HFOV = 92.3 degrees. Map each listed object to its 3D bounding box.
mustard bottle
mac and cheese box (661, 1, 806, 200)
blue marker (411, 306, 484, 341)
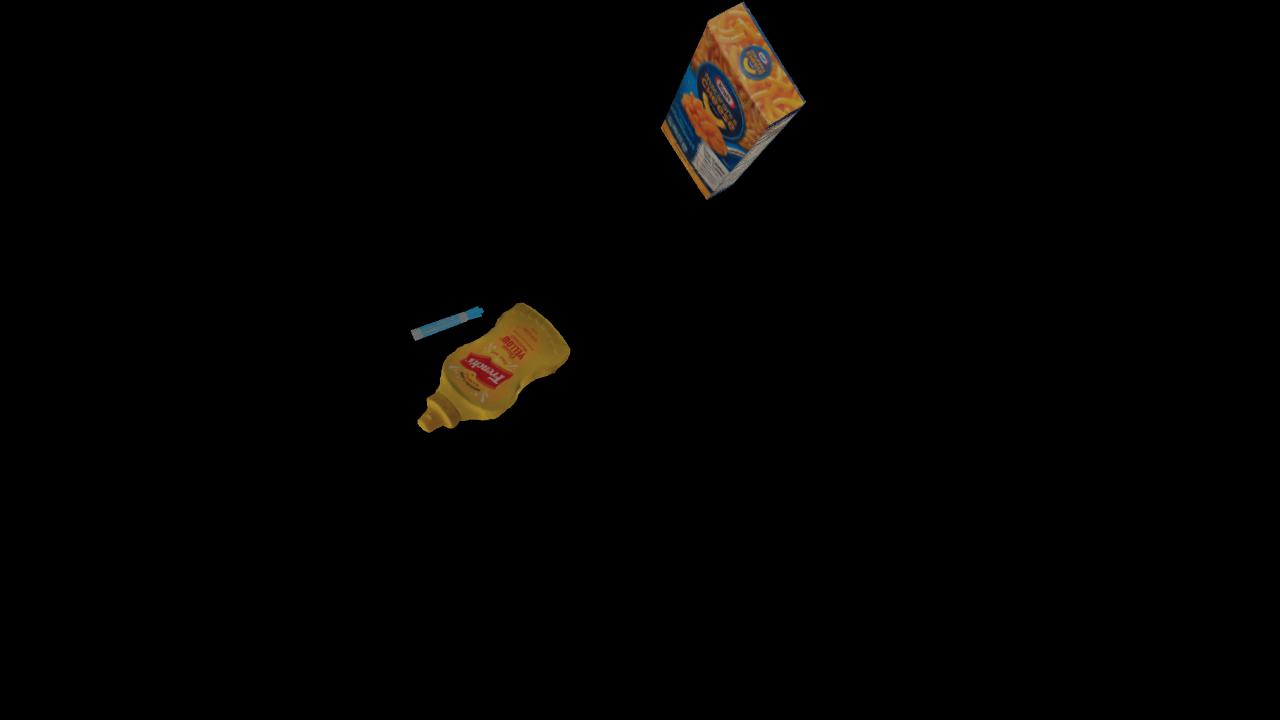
[{"bbox_3d":[-0.172,0.018,0.695,0.184,0.092,0.054,-42,-3,-29],"label":"mustard bottle"},{"bbox_3d":[0.073,-0.216,0.548,0.041,0.093,0.184,-32,1,-9],"label":"mac and cheese box"},{"bbox_3d":[-0.319,-0.062,1.024,0.121,0.020,0.020,-23,7,-16],"label":"blue marker"}]
